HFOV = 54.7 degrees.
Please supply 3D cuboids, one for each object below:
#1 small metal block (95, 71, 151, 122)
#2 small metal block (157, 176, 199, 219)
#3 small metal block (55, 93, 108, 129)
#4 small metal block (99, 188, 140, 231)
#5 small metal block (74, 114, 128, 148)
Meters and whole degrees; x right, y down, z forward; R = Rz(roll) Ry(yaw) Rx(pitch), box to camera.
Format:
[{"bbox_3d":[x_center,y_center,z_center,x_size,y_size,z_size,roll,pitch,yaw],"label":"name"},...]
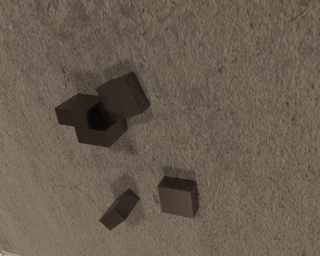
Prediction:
[{"bbox_3d":[-0.048,-0.040,0.406,0.050,0.025,0.050,-14,111,33],"label":"small metal block"},{"bbox_3d":[0.027,0.101,0.454,0.050,0.025,0.050,5,121,25],"label":"small metal block"},{"bbox_3d":[-0.107,-0.025,0.430,0.050,0.050,0.025,8,122,23],"label":"small metal block"},{"bbox_3d":[-0.066,0.133,0.506,0.025,0.050,0.050,44,129,-3],"label":"small metal block"},{"bbox_3d":[-0.081,0.000,0.432,0.050,0.050,0.025,7,122,24],"label":"small metal block"}]
